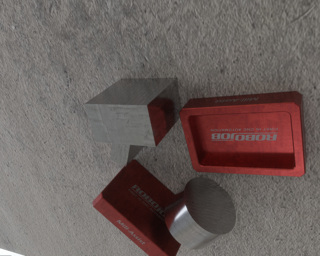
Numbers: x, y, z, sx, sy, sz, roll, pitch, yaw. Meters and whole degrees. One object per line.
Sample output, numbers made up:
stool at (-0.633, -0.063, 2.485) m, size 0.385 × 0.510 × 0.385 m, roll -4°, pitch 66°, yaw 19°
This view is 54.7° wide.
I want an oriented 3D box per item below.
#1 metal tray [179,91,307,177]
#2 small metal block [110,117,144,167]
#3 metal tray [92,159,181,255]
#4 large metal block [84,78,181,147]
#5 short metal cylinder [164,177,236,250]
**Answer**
metal tray at (0.095, 0.009, 0.358) m, size 0.130 × 0.030 × 0.089 m, roll -2°, pitch 118°, yaw 29°
small metal block at (-0.041, 0.016, 0.422) m, size 0.025 × 0.050 × 0.050 m, roll 24°, pitch 127°, yaw 14°
metal tray at (-0.020, 0.117, 0.447) m, size 0.130 × 0.090 × 0.030 m, roll 42°, pitch 129°, yaw -1°
large metal block at (-0.028, -0.022, 0.372) m, size 0.080 × 0.080 × 0.050 m, roll 3°, pitch 120°, yaw 26°
short metal cylinder at (0.053, 0.113, 0.413) m, size 0.080 × 0.080 × 0.050 m, roll 39°, pitch 129°, yaw 2°
